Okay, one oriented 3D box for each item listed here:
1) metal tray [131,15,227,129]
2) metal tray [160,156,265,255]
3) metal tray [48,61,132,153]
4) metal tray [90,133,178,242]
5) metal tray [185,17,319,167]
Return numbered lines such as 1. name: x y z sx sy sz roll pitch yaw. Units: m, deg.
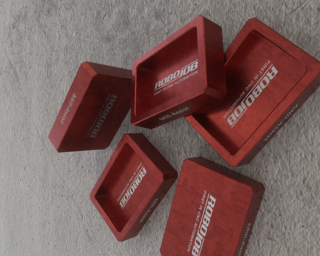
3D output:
1. metal tray: 0.015 -0.058 0.361 0.130 0.030 0.090 -22 62 48
2. metal tray: 0.056 0.108 0.356 0.090 0.030 0.129 22 104 37
3. metal tray: -0.090 -0.025 0.436 0.030 0.091 0.129 47 118 30
4. metal tray: -0.042 0.082 0.436 0.090 0.030 0.129 46 117 30
5. metal tray: 0.093 -0.035 0.325 0.090 0.030 0.129 49 119 28
